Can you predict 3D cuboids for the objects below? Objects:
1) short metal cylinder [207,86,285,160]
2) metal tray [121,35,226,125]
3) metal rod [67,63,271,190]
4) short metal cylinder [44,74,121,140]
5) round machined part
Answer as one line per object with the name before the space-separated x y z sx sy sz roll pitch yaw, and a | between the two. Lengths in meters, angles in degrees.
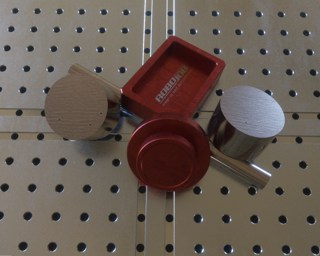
short metal cylinder | 0.106 -0.007 0.389 0.081 0.050 0.080 7 53 -8
metal tray | 0.019 -0.060 0.416 0.090 0.030 0.130 30 59 10
metal rod | 0.005 -0.007 0.414 0.301 0.025 0.025 30 73 10
short metal cylinder | -0.096 -0.024 0.394 0.080 0.050 0.080 -1 87 10
round machined part | 0.009 0.034 0.361 0.099 0.042 0.097 2 113 5
